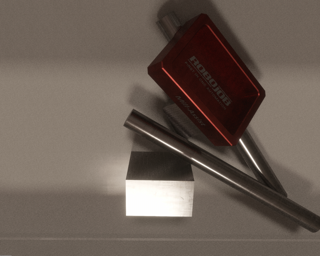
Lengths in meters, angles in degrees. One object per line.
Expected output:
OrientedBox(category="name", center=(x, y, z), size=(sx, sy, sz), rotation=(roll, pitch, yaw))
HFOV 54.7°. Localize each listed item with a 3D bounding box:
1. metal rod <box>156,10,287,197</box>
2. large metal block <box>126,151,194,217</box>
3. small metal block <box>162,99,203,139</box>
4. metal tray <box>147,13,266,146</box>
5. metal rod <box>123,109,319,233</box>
OrientedBox(category="metal rod", center=(0.089, -0.015, 0.407), size=(0.025, 0.025, 0.299), rotation=(-33, 107, 11))
OrientedBox(category="large metal block", center=(-0.001, 0.071, 0.408), size=(0.081, 0.080, 0.050), rotation=(1, 110, -1))
OrientedBox(category="small metal block", center=(0.039, -0.018, 0.395), size=(0.050, 0.025, 0.050), rotation=(-18, 112, 35))
OrientedBox(category="metal tray", center=(0.059, -0.052, 0.357), size=(0.130, 0.030, 0.090), rotation=(45, 66, -21))
OrientedBox(category="metal rod", center=(0.089, 0.061, 0.409), size=(0.301, 0.025, 0.025), rotation=(30, 107, -9))
